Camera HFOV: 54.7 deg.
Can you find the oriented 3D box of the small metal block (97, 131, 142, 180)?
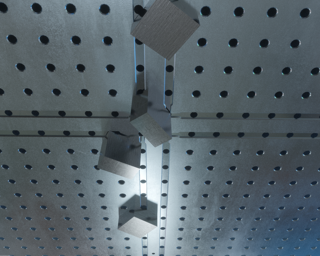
[{"bbox_3d":[-0.055,0.037,0.426,0.050,0.050,0.025,23,126,-19],"label":"small metal block"}]

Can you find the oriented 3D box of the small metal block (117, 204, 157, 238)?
[{"bbox_3d":[-0.040,0.168,0.554,0.050,0.025,0.050,31,123,-24],"label":"small metal block"}]

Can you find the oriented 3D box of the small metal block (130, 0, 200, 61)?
[{"bbox_3d":[0.005,-0.107,0.321,0.050,0.025,0.050,30,124,-24],"label":"small metal block"}]

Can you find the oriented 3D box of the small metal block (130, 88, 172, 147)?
[{"bbox_3d":[-0.010,-0.013,0.384,0.025,0.050,0.050,-28,125,21],"label":"small metal block"}]
